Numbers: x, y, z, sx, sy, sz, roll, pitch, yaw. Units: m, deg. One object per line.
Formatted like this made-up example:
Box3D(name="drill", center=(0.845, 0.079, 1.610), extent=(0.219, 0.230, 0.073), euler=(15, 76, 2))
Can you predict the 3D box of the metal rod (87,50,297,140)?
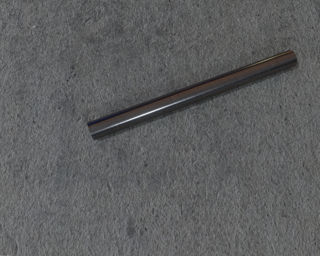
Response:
Box3D(name="metal rod", center=(0.049, -0.048, 0.425), extent=(0.302, 0.025, 0.025), euler=(-21, 71, -8))
